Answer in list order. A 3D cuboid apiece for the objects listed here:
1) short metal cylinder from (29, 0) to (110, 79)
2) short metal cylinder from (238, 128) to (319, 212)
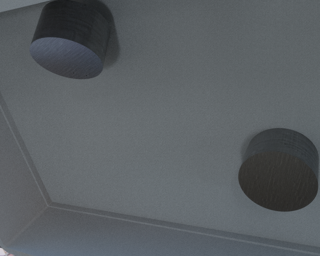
[{"bbox_3d":[-0.102,-0.099,0.358,0.080,0.050,0.080,6,158,3],"label":"short metal cylinder"},{"bbox_3d":[0.135,0.047,0.350,0.080,0.050,0.079,13,124,20],"label":"short metal cylinder"}]
